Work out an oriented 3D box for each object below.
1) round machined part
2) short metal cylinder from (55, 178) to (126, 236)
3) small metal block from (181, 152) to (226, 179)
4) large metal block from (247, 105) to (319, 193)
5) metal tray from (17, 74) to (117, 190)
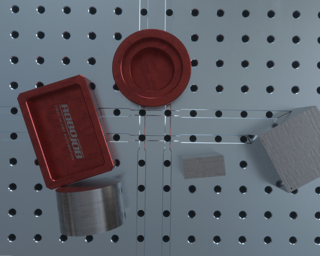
[{"bbox_3d":[-0.010,-0.075,0.405,0.099,0.042,0.097,0,90,-1],"label":"round machined part"},{"bbox_3d":[-0.085,0.095,0.385,0.081,0.080,0.050,-7,90,0],"label":"short metal cylinder"},{"bbox_3d":[0.054,0.048,0.402,0.050,0.050,0.025,-5,90,-1],"label":"small metal block"},{"bbox_3d":[0.174,0.026,0.403,0.080,0.050,0.080,-28,90,0],"label":"large metal block"},{"bbox_3d":[-0.120,0.005,0.409,0.090,0.030,0.129,-18,90,-1],"label":"metal tray"}]
